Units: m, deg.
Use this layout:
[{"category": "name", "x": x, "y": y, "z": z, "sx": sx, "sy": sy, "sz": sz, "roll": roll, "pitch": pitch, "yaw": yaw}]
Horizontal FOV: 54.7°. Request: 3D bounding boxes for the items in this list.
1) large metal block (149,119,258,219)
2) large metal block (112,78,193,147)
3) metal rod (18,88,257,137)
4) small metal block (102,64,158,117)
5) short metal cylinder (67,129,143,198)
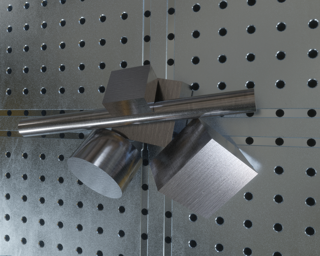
[{"category": "large metal block", "x": 0.048, "y": 0.046, "z": 0.356, "sx": 0.080, "sy": 0.050, "sz": 0.080, "roll": 36, "pitch": 106, "yaw": -29}, {"category": "large metal block", "x": -0.010, "y": -0.023, "z": 0.398, "sx": 0.080, "sy": 0.050, "sz": 0.079, "roll": 12, "pitch": 94, "yaw": 19}, {"category": "metal rod", "x": -0.042, "y": -0.015, "z": 0.370, "sx": 0.301, "sy": 0.025, "sz": 0.025, "roll": -6, "pitch": 88, "yaw": 20}, {"category": "small metal block", "x": -0.033, "y": -0.043, "z": 0.354, "sx": 0.050, "sy": 0.025, "sz": 0.050, "roll": -6, "pitch": 53, "yaw": 20}, {"category": "short metal cylinder", "x": -0.070, "y": 0.046, "z": 0.398, "sx": 0.080, "sy": 0.080, "sz": 0.050, "roll": 21, "pitch": 54, "yaw": 18}]
